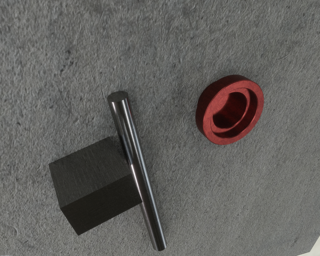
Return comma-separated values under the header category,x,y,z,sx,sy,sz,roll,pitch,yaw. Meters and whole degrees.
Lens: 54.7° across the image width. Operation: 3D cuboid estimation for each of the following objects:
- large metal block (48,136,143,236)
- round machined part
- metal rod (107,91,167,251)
category,x,y,z,sx,sy,sz,roll,pitch,yaw
large metal block,-0.078,0.065,0.370,0.081,0.080,0.050,-25,128,-13
round machined part,0.091,-0.028,0.430,0.099,0.042,0.097,-14,125,-21
metal rod,-0.025,0.082,0.445,0.025,0.025,0.298,-23,127,-15
